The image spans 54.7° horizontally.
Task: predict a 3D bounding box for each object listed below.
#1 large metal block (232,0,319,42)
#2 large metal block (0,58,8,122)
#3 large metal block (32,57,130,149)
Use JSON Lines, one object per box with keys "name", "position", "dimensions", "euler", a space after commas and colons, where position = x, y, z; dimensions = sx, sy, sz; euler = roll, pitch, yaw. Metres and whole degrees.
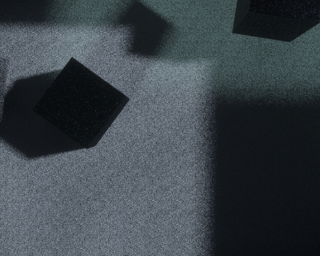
{"name": "large metal block", "position": [0.142, -0.148, 0.385], "dimensions": [0.080, 0.080, 0.050], "euler": [9, 90, 0]}
{"name": "large metal block", "position": [-0.240, -0.052, 0.375], "dimensions": [0.050, 0.080, 0.080], "euler": [6, 90, 35]}
{"name": "large metal block", "position": [-0.097, -0.030, 0.398], "dimensions": [0.080, 0.050, 0.080], "euler": [36, 90, 0]}
